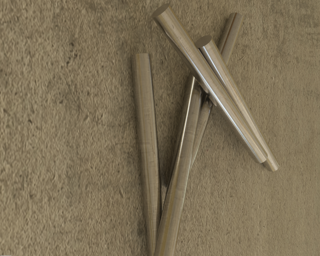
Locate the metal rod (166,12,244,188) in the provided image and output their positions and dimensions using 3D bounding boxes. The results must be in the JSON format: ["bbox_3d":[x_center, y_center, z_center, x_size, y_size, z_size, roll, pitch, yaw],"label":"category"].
[{"bbox_3d":[0.073,-0.048,0.465,0.025,0.025,0.299,34,69,-35],"label":"metal rod"}]

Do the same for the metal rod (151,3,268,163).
[{"bbox_3d":[0.085,-0.044,0.441,0.300,0.025,0.025,48,62,-33],"label":"metal rod"}]

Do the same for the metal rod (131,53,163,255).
[{"bbox_3d":[-0.012,0.058,0.394,0.025,0.025,0.298,-8,95,-40],"label":"metal rod"}]

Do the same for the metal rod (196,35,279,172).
[{"bbox_3d":[0.134,-0.021,0.493,0.300,0.025,0.025,50,61,-36],"label":"metal rod"}]

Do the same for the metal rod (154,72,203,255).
[{"bbox_3d":[0.025,0.061,0.401,0.025,0.025,0.299,27,66,-37],"label":"metal rod"}]
